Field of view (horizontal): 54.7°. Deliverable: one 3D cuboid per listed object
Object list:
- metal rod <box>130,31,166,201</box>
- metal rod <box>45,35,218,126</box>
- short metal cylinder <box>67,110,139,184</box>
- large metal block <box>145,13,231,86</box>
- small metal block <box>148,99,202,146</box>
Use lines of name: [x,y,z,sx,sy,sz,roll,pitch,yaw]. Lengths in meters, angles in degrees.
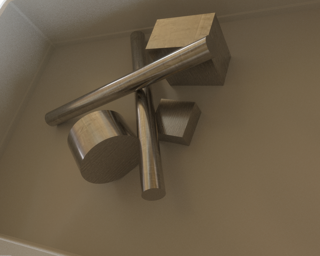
metal rod: [-0.022,-0.042,0.416,0.025,0.025,0.300,-22,46,15]
metal rod: [-0.061,-0.051,0.420,0.300,0.025,0.025,-18,54,35]
short metal cylinder: [-0.069,0.024,0.390,0.080,0.080,0.050,-39,51,1]
large metal block: [0.040,-0.099,0.409,0.080,0.080,0.050,4,64,30]
small metal block: [0.019,-0.008,0.400,0.050,0.025,0.050,9,66,31]
